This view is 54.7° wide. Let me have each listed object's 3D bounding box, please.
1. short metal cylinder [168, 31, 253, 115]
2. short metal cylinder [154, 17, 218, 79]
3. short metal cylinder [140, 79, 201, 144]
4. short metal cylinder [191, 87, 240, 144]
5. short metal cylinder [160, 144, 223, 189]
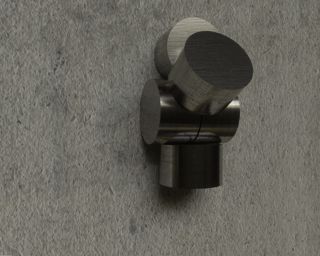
[{"bbox_3d":[0.055,-0.061,0.348,0.081,0.050,0.080,10,59,-16],"label":"short metal cylinder"},{"bbox_3d":[0.038,-0.099,0.413,0.081,0.050,0.079,0,90,-21],"label":"short metal cylinder"},{"bbox_3d":[0.010,-0.020,0.386,0.050,0.080,0.079,1,90,-21],"label":"short metal cylinder"},{"bbox_3d":[0.060,-0.019,0.404,0.050,0.080,0.079,0,90,-20],"label":"short metal cylinder"},{"bbox_3d":[0.040,0.045,0.397,0.081,0.080,0.050,0,90,-20],"label":"short metal cylinder"}]
